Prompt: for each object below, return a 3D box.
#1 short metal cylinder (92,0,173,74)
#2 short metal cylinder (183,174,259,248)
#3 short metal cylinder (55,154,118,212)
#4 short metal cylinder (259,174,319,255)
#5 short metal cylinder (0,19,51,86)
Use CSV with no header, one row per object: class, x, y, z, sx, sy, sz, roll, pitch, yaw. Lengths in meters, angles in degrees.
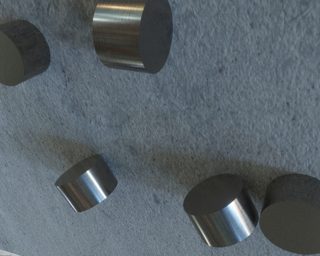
short metal cylinder,-0.025,-0.099,0.322,0.050,0.080,0.079,12,123,21
short metal cylinder,0.077,0.103,0.393,0.080,0.080,0.050,-18,109,35
short metal cylinder,-0.113,0.084,0.481,0.080,0.080,0.050,-19,108,35
short metal cylinder,0.163,0.101,0.367,0.080,0.050,0.079,13,124,20
short metal cylinder,-0.202,-0.104,0.430,0.080,0.050,0.079,13,124,20
